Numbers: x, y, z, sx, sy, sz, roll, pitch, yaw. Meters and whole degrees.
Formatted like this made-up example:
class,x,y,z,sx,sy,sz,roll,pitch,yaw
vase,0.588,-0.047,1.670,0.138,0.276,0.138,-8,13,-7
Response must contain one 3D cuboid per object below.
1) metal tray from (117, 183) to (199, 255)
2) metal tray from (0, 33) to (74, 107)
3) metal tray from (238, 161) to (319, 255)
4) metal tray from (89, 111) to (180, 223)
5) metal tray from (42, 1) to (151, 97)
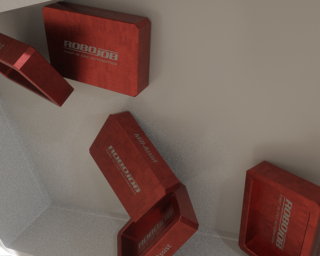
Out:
class,x,y,z,sx,sy,sz,roll,pitch,yaw
metal tray,-0.009,0.142,0.426,0.030,0.090,0.130,34,106,-22
metal tray,-0.184,-0.082,0.401,0.130,0.030,0.090,26,164,28
metal tray,0.143,0.115,0.369,0.090,0.030,0.129,28,129,45
metal tray,-0.040,0.053,0.427,0.130,0.030,0.089,53,131,18
metal tray,-0.078,-0.098,0.382,0.130,0.030,0.089,17,127,18
